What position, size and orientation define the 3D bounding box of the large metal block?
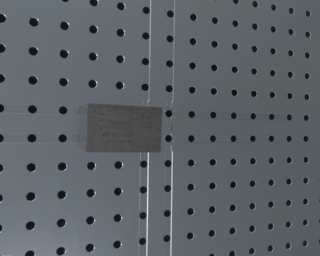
[{"bbox_3d":[-0.050,0.001,0.365,0.081,0.080,0.050,2,90,-20],"label":"large metal block"}]
